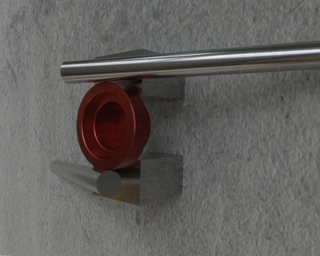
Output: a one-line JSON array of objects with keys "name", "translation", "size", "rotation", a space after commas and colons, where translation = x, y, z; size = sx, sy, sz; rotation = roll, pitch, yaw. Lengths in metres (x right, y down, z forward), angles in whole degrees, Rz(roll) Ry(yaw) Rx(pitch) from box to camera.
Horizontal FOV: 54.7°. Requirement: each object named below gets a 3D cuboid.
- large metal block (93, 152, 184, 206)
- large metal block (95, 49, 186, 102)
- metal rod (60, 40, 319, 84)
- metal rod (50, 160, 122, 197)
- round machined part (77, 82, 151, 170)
[{"name": "large metal block", "translation": [-0.026, 0.058, 0.390], "size": [0.080, 0.081, 0.050], "rotation": [2, 91, 39]}, {"name": "large metal block", "translation": [-0.024, -0.061, 0.388], "size": [0.080, 0.081, 0.050], "rotation": [2, 91, 39]}, {"name": "metal rod", "translation": [0.040, -0.063, 0.302], "size": [0.301, 0.025, 0.025], "rotation": [0, 90, 17]}, {"name": "metal rod", "translation": [-0.118, 0.062, 0.429], "size": [0.299, 0.025, 0.025], "rotation": [-7, 85, 62]}, {"name": "round machined part", "translation": [-0.049, -0.002, 0.357], "size": [0.098, 0.042, 0.097], "rotation": [0, 90, 39]}]
